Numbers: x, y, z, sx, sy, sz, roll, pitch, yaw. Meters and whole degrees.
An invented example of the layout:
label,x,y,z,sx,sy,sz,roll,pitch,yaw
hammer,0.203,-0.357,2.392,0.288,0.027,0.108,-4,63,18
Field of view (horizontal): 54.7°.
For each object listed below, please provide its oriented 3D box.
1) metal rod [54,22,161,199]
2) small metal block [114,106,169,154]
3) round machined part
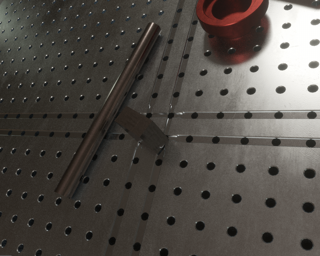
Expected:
label,x,y,z,sx,sy,sz,roll,pitch,yaw
metal rod,-0.071,-0.037,0.466,0.025,0.025,0.300,13,68,33
small metal block,-0.023,0.003,0.401,0.050,0.050,0.025,30,79,37
round machined part,0.105,-0.168,0.445,0.098,0.042,0.098,-13,56,20
